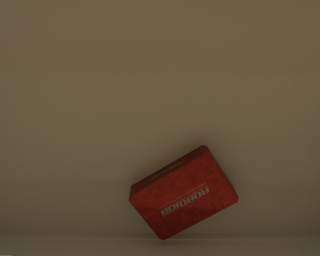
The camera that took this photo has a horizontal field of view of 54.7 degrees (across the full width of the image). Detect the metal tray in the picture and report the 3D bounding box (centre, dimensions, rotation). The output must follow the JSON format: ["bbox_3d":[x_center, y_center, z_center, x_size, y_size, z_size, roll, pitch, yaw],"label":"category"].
[{"bbox_3d":[0.033,0.095,0.444,0.130,0.030,0.090,-31,108,10],"label":"metal tray"}]
